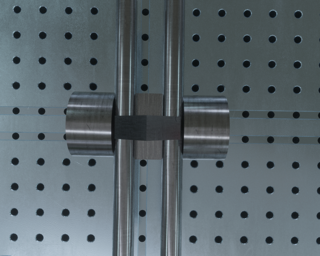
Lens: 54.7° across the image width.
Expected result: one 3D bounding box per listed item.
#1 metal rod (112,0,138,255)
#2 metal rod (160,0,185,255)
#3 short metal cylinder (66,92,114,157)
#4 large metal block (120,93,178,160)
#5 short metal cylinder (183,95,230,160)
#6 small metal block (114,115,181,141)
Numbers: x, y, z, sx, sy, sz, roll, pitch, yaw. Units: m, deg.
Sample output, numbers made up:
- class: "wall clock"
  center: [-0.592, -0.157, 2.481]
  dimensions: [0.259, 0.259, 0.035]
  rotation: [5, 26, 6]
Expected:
- class: "metal rod"
  center: [-0.041, 0.002, 0.360]
  dimensions: [0.025, 0.025, 0.298]
  rotation: [1, 90, 0]
- class: "metal rod"
  center: [0.015, 0.000, 0.360]
  dimensions: [0.025, 0.025, 0.298]
  rotation: [1, 90, 0]
- class: "short metal cylinder"
  center: [-0.079, -0.004, 0.382]
  dimensions: [0.050, 0.080, 0.079]
  rotation: [1, 90, 0]
- class: "large metal block"
  center: [-0.014, -0.002, 0.397]
  dimensions: [0.081, 0.050, 0.079]
  rotation: [1, 90, 0]
- class: "short metal cylinder"
  center: [0.053, 0.000, 0.382]
  dimensions: [0.050, 0.080, 0.079]
  rotation: [1, 90, 1]
- class: "small metal block"
  center: [-0.013, 0.000, 0.334]
  dimensions: [0.050, 0.050, 0.025]
  rotation: [1, 91, 44]
